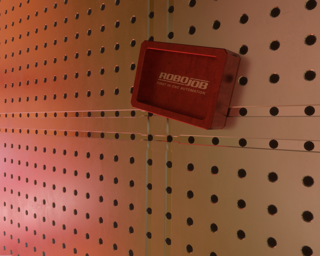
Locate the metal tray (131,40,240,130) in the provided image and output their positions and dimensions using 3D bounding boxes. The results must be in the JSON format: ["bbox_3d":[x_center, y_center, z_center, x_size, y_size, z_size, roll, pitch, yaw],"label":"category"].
[{"bbox_3d":[0.025,-0.056,0.386,0.130,0.030,0.089,19,102,38],"label":"metal tray"}]
